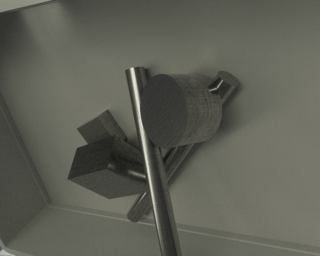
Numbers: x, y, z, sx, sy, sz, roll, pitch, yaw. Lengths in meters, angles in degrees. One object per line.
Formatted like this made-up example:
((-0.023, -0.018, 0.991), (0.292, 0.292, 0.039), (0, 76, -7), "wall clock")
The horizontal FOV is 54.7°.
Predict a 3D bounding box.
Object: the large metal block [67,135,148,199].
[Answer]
((-0.069, 0.059, 0.442), (0.080, 0.050, 0.080), (-18, 139, 35), "large metal block")

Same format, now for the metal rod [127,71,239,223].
((0.015, 0.047, 0.428), (0.025, 0.025, 0.298), (34, 129, 5), "metal rod")

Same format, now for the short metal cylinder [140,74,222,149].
((0.022, -0.020, 0.345), (0.080, 0.050, 0.079), (12, 106, 50), "short metal cylinder")

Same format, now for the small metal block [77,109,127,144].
((-0.086, 0.007, 0.456), (0.050, 0.025, 0.050), (-24, 106, 36), "small metal block")

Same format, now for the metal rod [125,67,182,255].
((-0.002, 0.074, 0.378), (0.025, 0.025, 0.298), (-12, 88, 33), "metal rod")
